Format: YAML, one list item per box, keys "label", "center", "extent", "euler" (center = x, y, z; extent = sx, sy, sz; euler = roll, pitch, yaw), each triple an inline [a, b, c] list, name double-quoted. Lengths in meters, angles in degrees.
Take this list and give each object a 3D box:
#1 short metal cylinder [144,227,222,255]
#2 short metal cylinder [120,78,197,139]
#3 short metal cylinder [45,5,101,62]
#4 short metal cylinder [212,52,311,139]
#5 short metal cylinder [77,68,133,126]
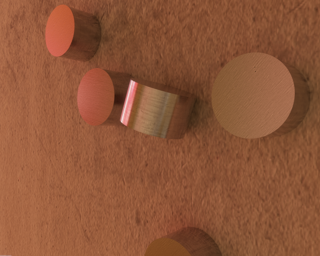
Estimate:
- label: "short metal cylinder"
  center: [0.027, 0.163, 0.365]
  extent: [0.080, 0.050, 0.079]
  euler: [0, 90, 39]
- label: "short metal cylinder"
  center: [-0.002, -0.024, 0.369]
  extent: [0.080, 0.081, 0.050]
  euler: [25, 106, 37]
- label: "short metal cylinder"
  center: [-0.141, -0.152, 0.502]
  extent: [0.080, 0.050, 0.079]
  euler: [0, 90, 39]
- label: "short metal cylinder"
  center: [0.099, -0.030, 0.306]
  extent: [0.080, 0.050, 0.079]
  euler: [0, 90, 39]
- label: "short metal cylinder"
  center: [-0.074, -0.043, 0.447]
  extent: [0.080, 0.050, 0.079]
  euler: [0, 90, 39]
